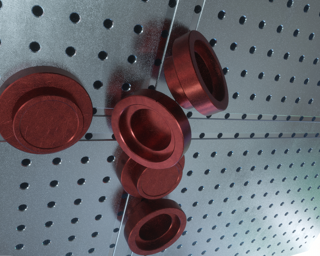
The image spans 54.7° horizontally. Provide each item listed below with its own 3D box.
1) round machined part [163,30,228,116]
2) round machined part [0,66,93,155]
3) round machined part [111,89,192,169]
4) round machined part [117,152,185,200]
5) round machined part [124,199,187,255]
[{"bbox_3d":[0.040,-0.060,0.363,0.042,0.098,0.098,-20,137,29],"label":"round machined part"},{"bbox_3d":[-0.120,-0.012,0.328,0.099,0.042,0.097,-14,125,-21],"label":"round machined part"},{"bbox_3d":[-0.006,-0.002,0.373,0.042,0.098,0.097,-44,142,-48],"label":"round machined part"},{"bbox_3d":[-0.008,0.061,0.436,0.099,0.042,0.097,-14,125,-21],"label":"round machined part"},{"bbox_3d":[-0.011,0.149,0.489,0.099,0.042,0.097,-14,125,-21],"label":"round machined part"}]
